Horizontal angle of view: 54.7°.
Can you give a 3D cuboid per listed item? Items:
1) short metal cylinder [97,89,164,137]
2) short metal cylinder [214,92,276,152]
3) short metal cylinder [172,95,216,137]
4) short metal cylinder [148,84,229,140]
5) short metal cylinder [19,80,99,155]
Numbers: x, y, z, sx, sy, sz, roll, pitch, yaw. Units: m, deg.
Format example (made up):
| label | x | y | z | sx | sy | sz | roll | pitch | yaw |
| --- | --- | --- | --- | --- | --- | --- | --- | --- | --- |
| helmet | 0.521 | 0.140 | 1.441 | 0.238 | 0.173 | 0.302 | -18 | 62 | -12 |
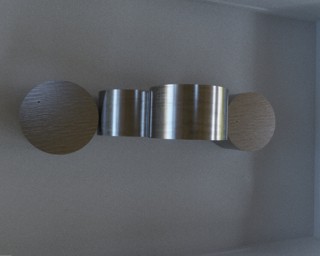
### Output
| label | x | y | z | sx | sy | sz | roll | pitch | yaw |
| --- | --- | --- | --- | --- | --- | --- | --- | --- | --- |
| short metal cylinder | -0.033 | -0.016 | 0.367 | 0.081 | 0.080 | 0.050 | 2 | 89 | -20 |
| short metal cylinder | 0.113 | -0.008 | 0.437 | 0.081 | 0.050 | 0.080 | 0 | 90 | -20 |
| short metal cylinder | 0.043 | -0.013 | 0.395 | 0.081 | 0.080 | 0.050 | 2 | 89 | -20 |
| short metal cylinder | 0.028 | -0.014 | 0.317 | 0.081 | 0.080 | 0.050 | 2 | 89 | -20 |
| short metal cylinder | -0.114 | -0.011 | 0.353 | 0.081 | 0.050 | 0.080 | 0 | 90 | -20 |
